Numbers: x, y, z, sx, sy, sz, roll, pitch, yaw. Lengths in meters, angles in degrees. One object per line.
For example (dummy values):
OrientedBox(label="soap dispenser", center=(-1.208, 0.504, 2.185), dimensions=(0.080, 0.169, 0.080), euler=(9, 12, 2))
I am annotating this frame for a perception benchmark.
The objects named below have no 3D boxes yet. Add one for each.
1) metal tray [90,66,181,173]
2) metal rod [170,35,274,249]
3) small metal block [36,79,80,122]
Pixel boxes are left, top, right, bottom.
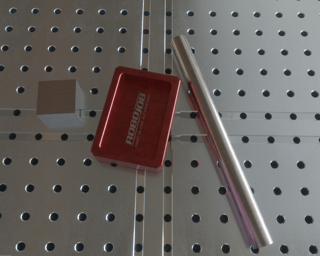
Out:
OrientedBox(label="metal tray", center=(-0.029, -0.013, 0.413), dimensions=(0.090, 0.030, 0.130), euler=(11, 70, 3))
OrientedBox(label="metal rod", center=(0.074, 0.004, 0.411), dimensions=(0.025, 0.025, 0.299), euler=(-17, 71, -7))
OrientedBox(label="small metal block", center=(-0.138, -0.037, 0.424), dimensions=(0.050, 0.025, 0.050), euler=(-3, 70, -2))
